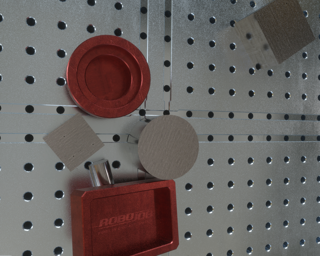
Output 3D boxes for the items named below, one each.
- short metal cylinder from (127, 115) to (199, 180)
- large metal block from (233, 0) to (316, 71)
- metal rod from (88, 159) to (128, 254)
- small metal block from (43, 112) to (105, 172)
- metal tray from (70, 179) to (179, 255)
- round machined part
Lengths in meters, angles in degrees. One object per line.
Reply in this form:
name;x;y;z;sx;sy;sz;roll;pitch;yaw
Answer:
short metal cylinder;0.003;0.023;0.402;0.081;0.050;0.079;0;90;-20
large metal block;0.171;-0.144;0.464;0.080;0.050;0.080;-34;102;-17
metal rod;-0.038;0.186;0.399;0.025;0.025;0.298;-17;96;-20
small metal block;-0.104;0.016;0.375;0.050;0.025;0.050;-39;103;-16
metal tray;-0.037;0.112;0.371;0.131;0.030;0.089;0;85;-39
round machined part;-0.065;-0.060;0.380;0.099;0.042;0.097;0;90;-21
